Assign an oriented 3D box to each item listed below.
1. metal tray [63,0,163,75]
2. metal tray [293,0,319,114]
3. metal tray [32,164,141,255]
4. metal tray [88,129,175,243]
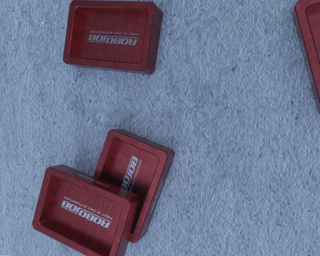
[{"bbox_3d":[-0.067,-0.126,0.429,0.130,0.030,0.089,9,93,19],"label":"metal tray"},{"bbox_3d":[0.206,-0.085,0.333,0.090,0.030,0.129,-14,85,19],"label":"metal tray"},{"bbox_3d":[-0.099,0.111,0.408,0.130,0.030,0.089,18,96,19],"label":"metal tray"},{"bbox_3d":[-0.044,0.076,0.421,0.090,0.030,0.129,22,97,18],"label":"metal tray"}]
